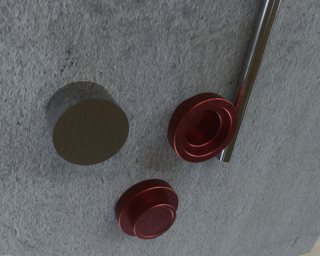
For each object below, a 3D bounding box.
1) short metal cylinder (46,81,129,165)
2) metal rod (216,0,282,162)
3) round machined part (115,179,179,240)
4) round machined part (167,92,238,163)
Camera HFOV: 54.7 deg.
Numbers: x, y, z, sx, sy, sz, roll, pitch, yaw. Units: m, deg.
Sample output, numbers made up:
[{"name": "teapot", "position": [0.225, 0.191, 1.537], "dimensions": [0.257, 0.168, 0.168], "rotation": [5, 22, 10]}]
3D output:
[{"name": "short metal cylinder", "position": [-0.081, -0.006, 0.344], "dimensions": [0.081, 0.050, 0.079], "rotation": [-14, 125, -21]}, {"name": "metal rod", "position": [0.125, -0.083, 0.425], "dimensions": [0.025, 0.025, 0.298], "rotation": [-5, 121, -27]}, {"name": "round machined part", "position": [-0.015, 0.129, 0.470], "dimensions": [0.099, 0.042, 0.097], "rotation": [-14, 125, -21]}, {"name": "round machined part", "position": [0.054, -0.004, 0.424], "dimensions": [0.099, 0.042, 0.097], "rotation": [-14, 125, -21]}]
